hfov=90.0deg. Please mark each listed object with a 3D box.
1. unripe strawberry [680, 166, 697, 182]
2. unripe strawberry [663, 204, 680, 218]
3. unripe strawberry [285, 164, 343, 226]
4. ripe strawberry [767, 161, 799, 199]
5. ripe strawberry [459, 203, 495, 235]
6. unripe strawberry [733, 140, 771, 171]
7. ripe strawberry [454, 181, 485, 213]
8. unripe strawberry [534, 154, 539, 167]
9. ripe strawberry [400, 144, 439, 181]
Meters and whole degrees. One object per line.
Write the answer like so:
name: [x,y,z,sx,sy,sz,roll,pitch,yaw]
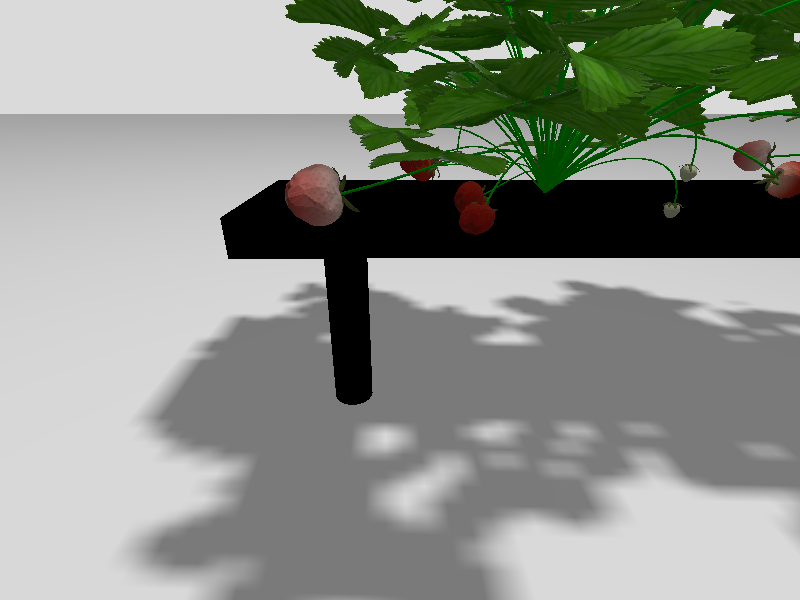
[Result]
unripe strawberry: [0.284,-0.125,0.396,0.015,0.015,0.014,-9,28,-18]
unripe strawberry: [0.181,-0.059,0.267,0.009,0.010,0.010,-17,31,-30]
unripe strawberry: [-0.053,-0.064,0.246,0.035,0.036,0.032,-15,30,-26]
ripe strawberry: [0.315,-0.095,0.322,0.030,0.029,0.027,11,27,1]
ripe strawberry: [0.043,-0.045,0.228,0.021,0.019,0.019,16,52,29]
unripe strawberry: [0.391,-0.161,0.446,0.031,0.032,0.029,16,30,30]
ripe strawberry: [0.045,-0.067,0.267,0.020,0.023,0.022,23,35,39]
unripe strawberry: [0.171,-0.171,0.489,0.014,0.015,0.015,7,27,14]
ripe strawberry: [0.018,-0.132,0.386,0.035,0.034,0.038,12,29,24]
